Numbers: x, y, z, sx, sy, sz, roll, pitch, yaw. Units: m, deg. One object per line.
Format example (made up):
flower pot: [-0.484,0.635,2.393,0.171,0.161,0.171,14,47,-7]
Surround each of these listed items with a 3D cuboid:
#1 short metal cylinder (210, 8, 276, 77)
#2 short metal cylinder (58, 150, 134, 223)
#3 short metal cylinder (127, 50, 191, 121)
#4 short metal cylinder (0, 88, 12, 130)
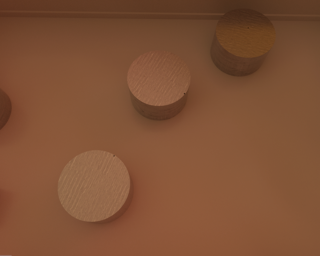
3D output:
short metal cylinder: [0.116,-0.121,0.441,0.081,0.050,0.080,0,70,0]
short metal cylinder: [-0.074,0.072,0.370,0.081,0.050,0.080,0,70,0]
short metal cylinder: [-0.001,-0.056,0.417,0.081,0.050,0.080,0,70,0]
short metal cylinder: [-0.247,-0.031,0.406,0.081,0.050,0.080,0,70,0]
